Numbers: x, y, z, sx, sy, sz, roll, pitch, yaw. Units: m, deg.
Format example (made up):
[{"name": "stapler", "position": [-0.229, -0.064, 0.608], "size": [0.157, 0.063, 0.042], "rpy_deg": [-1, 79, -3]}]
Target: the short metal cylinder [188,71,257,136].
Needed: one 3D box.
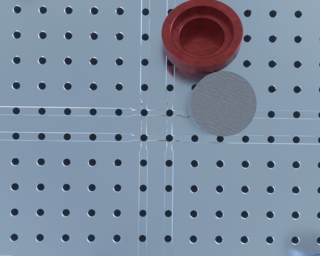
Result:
[{"name": "short metal cylinder", "position": [0.077, -0.030, 0.401], "size": [0.081, 0.050, 0.079], "rpy_deg": [0, 90, 0]}]

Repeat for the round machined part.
[{"name": "round machined part", "position": [0.053, -0.111, 0.395], "size": [0.099, 0.042, 0.098], "rpy_deg": [-1, 71, 5]}]
